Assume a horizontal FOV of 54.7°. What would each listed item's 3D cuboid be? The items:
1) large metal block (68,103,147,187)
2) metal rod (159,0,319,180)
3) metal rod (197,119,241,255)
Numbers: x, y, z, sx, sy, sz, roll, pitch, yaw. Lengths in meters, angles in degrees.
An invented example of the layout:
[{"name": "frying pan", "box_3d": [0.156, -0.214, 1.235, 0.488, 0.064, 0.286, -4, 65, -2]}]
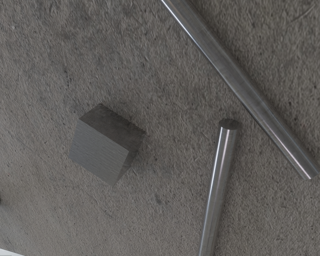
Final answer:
[{"name": "large metal block", "box_3d": [-0.077, 0.025, 0.447, 0.080, 0.050, 0.079, 32, 129, 7]}, {"name": "metal rod", "box_3d": [0.073, -0.063, 0.329, 0.025, 0.025, 0.300, -35, 99, 38]}, {"name": "metal rod", "box_3d": [0.076, 0.121, 0.441, 0.025, 0.025, 0.298, 16, 125, 19]}]
